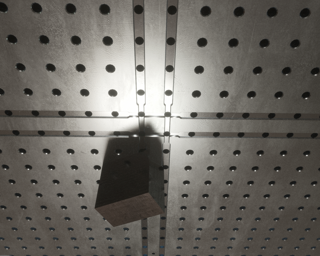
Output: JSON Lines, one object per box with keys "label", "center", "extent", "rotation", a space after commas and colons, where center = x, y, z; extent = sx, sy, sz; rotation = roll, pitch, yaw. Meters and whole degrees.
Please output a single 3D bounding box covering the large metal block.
{"label": "large metal block", "center": [-0.041, 0.086, 0.448], "extent": [0.080, 0.080, 0.050], "rotation": [-20, 128, 15]}
